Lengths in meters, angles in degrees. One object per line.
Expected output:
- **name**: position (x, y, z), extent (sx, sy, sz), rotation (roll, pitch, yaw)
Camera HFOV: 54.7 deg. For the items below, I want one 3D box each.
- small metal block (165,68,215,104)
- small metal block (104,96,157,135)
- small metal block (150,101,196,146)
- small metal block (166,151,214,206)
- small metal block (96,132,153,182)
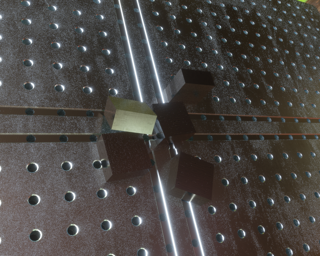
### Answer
- **small metal block**: position (0.043, -0.060, 0.454), extent (0.050, 0.050, 0.025), rotation (1, 62, -28)
- **small metal block**: position (-0.038, -0.016, 0.382), extent (0.050, 0.025, 0.050), rotation (8, 20, -24)
- **small metal block**: position (0.014, -0.007, 0.422), extent (0.050, 0.025, 0.050), rotation (-8, 66, -32)
- **small metal block**: position (0.039, 0.064, 0.392), extent (0.050, 0.025, 0.050), rotation (23, 53, -15)
- **small metal block**: position (-0.043, 0.032, 0.367), extent (0.050, 0.025, 0.050), rotation (-5, 64, -31)
